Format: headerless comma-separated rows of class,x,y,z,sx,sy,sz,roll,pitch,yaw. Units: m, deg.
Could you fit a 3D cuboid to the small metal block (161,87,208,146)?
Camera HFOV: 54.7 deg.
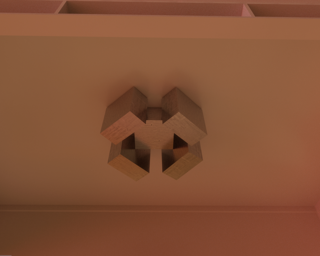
small metal block,0.029,-0.014,0.378,0.025,0.050,0.050,-38,122,26

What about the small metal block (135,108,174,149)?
small metal block,-0.007,0.001,0.407,0.050,0.025,0.050,0,130,-1

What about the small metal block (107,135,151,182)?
small metal block,-0.040,0.036,0.421,0.025,0.050,0.050,-37,121,28

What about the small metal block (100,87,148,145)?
small metal block,-0.043,-0.015,0.377,0.050,0.050,0.025,-34,122,26

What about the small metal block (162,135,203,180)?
small metal block,0.028,0.034,0.418,0.025,0.050,0.050,33,122,-26
